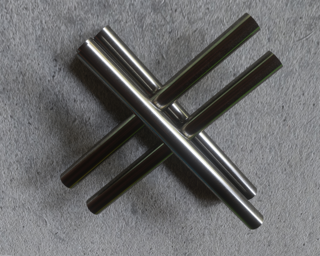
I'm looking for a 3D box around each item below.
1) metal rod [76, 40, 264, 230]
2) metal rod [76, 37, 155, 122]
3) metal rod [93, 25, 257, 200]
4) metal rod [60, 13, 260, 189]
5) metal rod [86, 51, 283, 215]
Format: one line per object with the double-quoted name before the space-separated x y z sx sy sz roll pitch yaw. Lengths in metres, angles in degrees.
"metal rod" 0.023 0.019 0.365 0.025 0.025 0.300 -41 106 13
"metal rod" 0.008 0.004 0.412 0.025 0.025 0.300 -40 106 13
"metal rod" 0.029 -0.010 0.408 0.025 0.025 0.300 -40 106 13
"metal rod" -0.010 -0.024 0.375 0.300 0.025 0.025 -40 106 13
"metal rod" 0.021 0.014 0.390 0.300 0.025 0.025 -40 106 13
